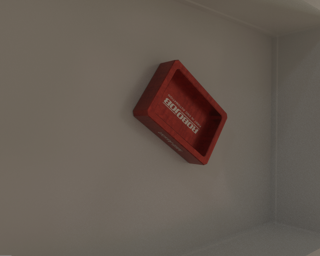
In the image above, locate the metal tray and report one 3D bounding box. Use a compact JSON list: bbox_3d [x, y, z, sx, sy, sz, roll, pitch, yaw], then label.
[{"bbox_3d":[0.034,-0.018,0.430,0.130,0.030,0.090,41,65,-32],"label":"metal tray"}]
